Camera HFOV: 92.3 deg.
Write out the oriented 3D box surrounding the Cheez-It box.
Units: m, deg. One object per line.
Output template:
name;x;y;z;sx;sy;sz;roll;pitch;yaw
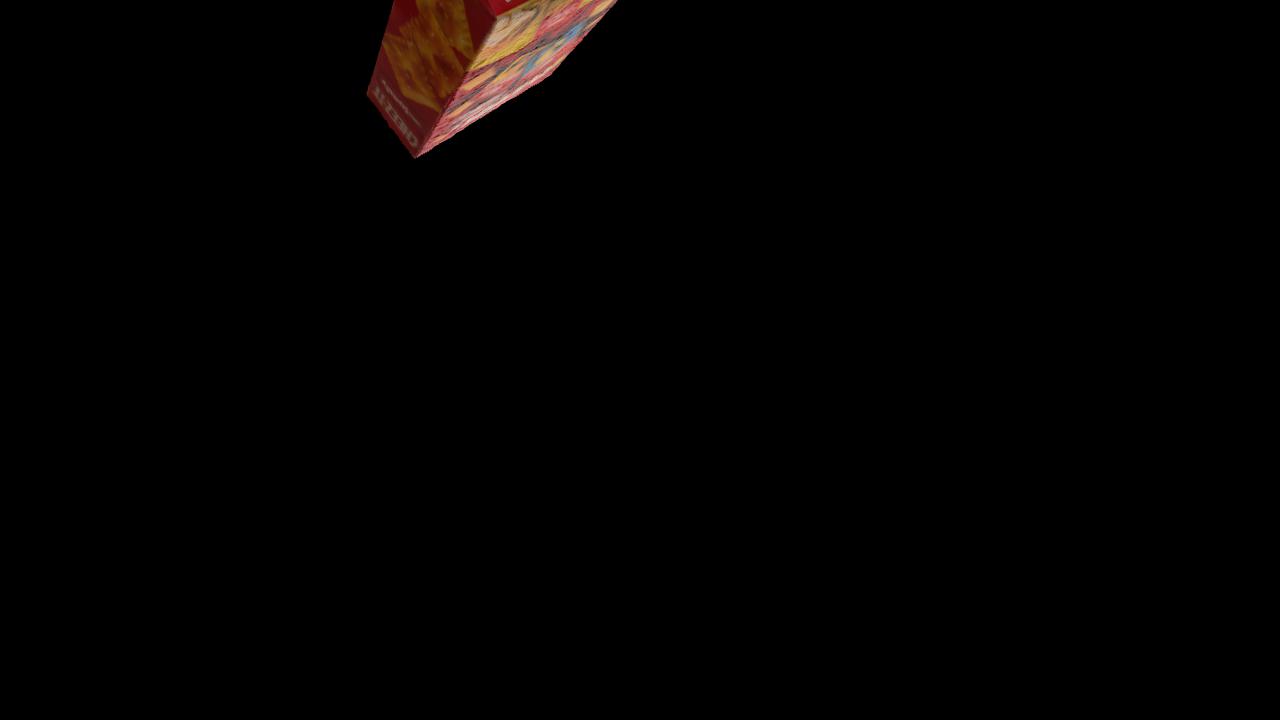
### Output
Cheez-It box;-0.097;-0.248;0.447;0.166;0.071;0.223;-43;18;-25
